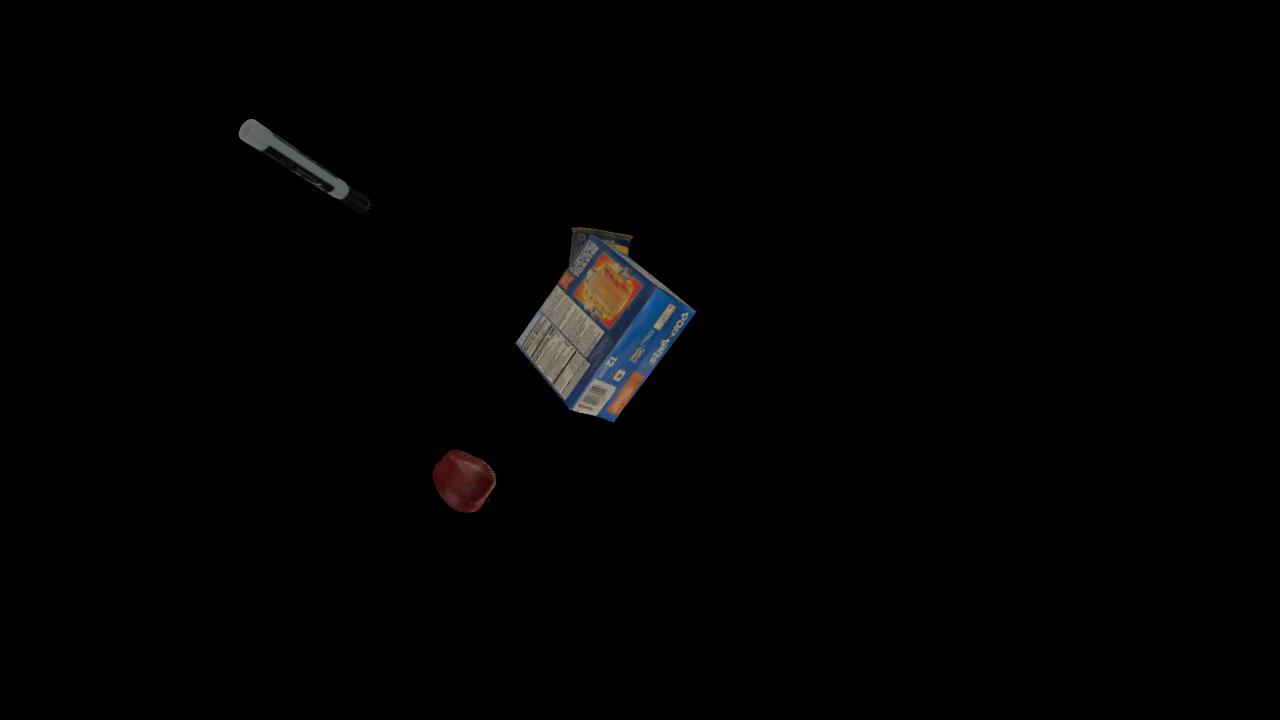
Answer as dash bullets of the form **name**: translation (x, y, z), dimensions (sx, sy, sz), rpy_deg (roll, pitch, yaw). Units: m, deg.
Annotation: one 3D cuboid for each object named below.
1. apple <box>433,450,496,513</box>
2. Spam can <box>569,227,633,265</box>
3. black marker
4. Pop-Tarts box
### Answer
- **apple**: translation (-0.252, 0.176, 0.886), dimensions (0.093, 0.079, 0.079), rpy_deg (39, -2, -3)
- **Spam can**: translation (-0.068, -0.173, 1.036), dimensions (0.101, 0.085, 0.058), rpy_deg (3, 7, -31)
- **black marker**: translation (-0.279, -0.160, 0.525), dimensions (0.020, 0.020, 0.121), rpy_deg (0, -17, 23)
- **Pop-Tarts box**: translation (-0.044, -0.038, 0.729), dimensions (0.083, 0.167, 0.141), rpy_deg (26, 14, -50)
